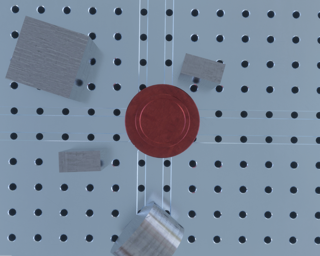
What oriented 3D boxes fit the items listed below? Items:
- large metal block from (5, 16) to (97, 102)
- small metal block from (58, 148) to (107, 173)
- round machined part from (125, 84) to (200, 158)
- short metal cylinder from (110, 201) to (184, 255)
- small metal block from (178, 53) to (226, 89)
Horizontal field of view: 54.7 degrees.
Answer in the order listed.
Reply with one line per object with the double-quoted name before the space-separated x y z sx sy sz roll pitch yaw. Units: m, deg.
"large metal block" -0.136 -0.086 0.399 0.080 0.050 0.080 18 90 -1
"small metal block" -0.097 0.040 0.400 0.050 0.050 0.025 -2 90 -1
"round machined part" 0.003 -0.009 0.405 0.099 0.042 0.097 0 90 -1
"short metal cylinder" -0.015 0.139 0.386 0.050 0.080 0.080 42 90 -1
"small metal block" 0.052 -0.073 0.402 0.050 0.050 0.025 15 90 -1
